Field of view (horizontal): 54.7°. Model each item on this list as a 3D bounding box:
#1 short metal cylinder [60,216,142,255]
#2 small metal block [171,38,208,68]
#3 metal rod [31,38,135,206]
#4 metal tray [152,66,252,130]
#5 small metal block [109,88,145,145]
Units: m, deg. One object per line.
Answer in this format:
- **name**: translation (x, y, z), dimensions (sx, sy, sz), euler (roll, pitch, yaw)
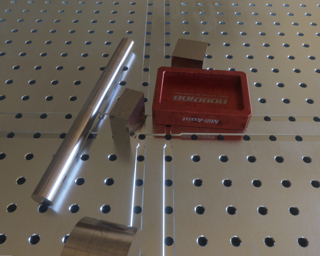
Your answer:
- **short metal cylinder**: translation (-0.051, 0.123, 0.268), dimensions (0.050, 0.080, 0.080), euler (10, 51, 8)
- **small metal block**: translation (0.049, -0.120, 0.509), dimensions (0.050, 0.025, 0.050), euler (11, 51, 9)
- **metal rod**: translation (-0.092, -0.032, 0.432), dimensions (0.025, 0.025, 0.300), euler (11, 51, 9)
- **metal tray**: translation (0.058, -0.044, 0.442), dimensions (0.131, 0.030, 0.090), euler (4, 50, 3)
- **small metal block**: translation (-0.041, -0.015, 0.404), dimensions (0.025, 0.050, 0.050), euler (16, 52, 13)
